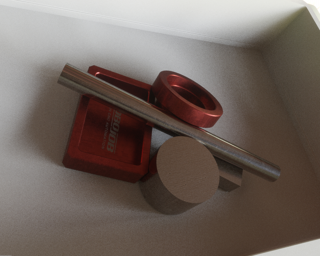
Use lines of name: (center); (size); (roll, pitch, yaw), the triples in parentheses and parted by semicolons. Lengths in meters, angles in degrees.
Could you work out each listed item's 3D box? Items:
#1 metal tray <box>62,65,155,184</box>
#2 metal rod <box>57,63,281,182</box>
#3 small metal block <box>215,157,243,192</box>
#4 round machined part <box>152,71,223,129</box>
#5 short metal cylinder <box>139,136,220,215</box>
metal tray: (-0.056, -0.007, 0.374); (0.091, 0.030, 0.130); (17, 55, -19)
metal rod: (0.024, 0.001, 0.380); (0.302, 0.025, 0.025); (25, 53, -16)
small metal block: (0.084, 0.051, 0.419); (0.050, 0.025, 0.050); (28, 52, -11)
round machined part: (0.031, -0.032, 0.415); (0.098, 0.042, 0.098); (26, 27, -14)
short metal cylinder: (0.022, 0.056, 0.366); (0.081, 0.050, 0.080); (14, 56, -21)
